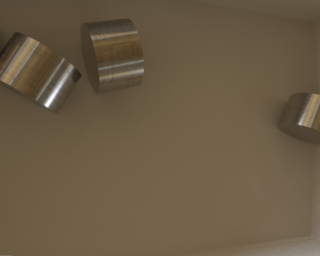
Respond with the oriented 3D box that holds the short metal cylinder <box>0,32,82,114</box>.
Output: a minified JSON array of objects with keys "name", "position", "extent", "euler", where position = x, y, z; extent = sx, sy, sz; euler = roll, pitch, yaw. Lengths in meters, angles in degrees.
[{"name":"short metal cylinder","position":[-0.133,-0.056,0.332],"extent":[0.080,0.080,0.050],"euler":[32,80,-18]}]

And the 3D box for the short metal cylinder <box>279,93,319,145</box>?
[{"name":"short metal cylinder","position":[0.228,-0.013,0.468],"extent":[0.080,0.080,0.050],"euler":[26,82,-19]}]

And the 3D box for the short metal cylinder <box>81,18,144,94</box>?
[{"name":"short metal cylinder","position":[-0.057,-0.084,0.361],"extent":[0.050,0.080,0.080],"euler":[-14,95,-20]}]
